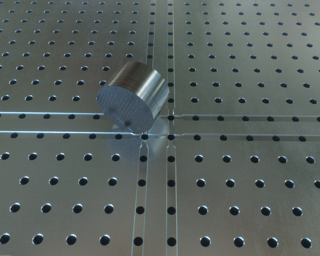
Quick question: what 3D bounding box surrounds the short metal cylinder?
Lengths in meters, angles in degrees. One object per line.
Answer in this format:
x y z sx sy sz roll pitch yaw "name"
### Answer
-0.034 -0.039 0.405 0.080 0.080 0.050 19 53 15 "short metal cylinder"
